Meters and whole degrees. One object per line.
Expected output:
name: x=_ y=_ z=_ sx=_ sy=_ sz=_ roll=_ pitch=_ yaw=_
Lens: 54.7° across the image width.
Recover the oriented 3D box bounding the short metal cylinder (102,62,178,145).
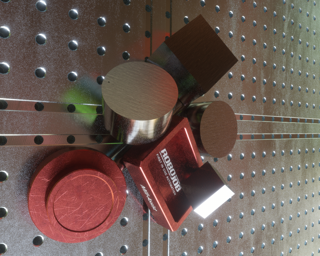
short metal cylinder: x=-0.024 y=-0.028 z=0.346 sx=0.081 sy=0.050 sz=0.080 roll=5 pitch=57 yaw=-7

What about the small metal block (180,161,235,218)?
small metal block: x=0.061 y=0.080 z=0.406 sx=0.050 sy=0.050 sz=0.025 roll=-42 pitch=124 yaw=8

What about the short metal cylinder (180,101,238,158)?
short metal cylinder: x=0.067 y=0.002 z=0.448 sx=0.081 sy=0.050 sz=0.079 roll=0 pitch=90 yaw=-40

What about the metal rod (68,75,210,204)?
metal rod: x=0.000 y=-0.009 z=0.412 sx=0.301 sy=0.025 sz=0.025 roll=-45 pitch=117 yaw=-30

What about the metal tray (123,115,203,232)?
metal tray: x=0.015 y=0.058 z=0.400 sx=0.090 sy=0.030 sz=0.129 roll=-45 pitch=130 yaw=-30

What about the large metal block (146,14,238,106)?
large metal block: x=0.044 y=-0.090 z=0.414 sx=0.080 sy=0.050 sz=0.080 roll=49 pitch=59 yaw=-6

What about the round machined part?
round machined part: x=-0.081 y=0.070 z=0.314 sx=0.099 sy=0.042 sz=0.097 roll=-3 pitch=97 yaw=-24
